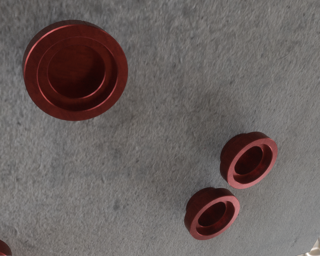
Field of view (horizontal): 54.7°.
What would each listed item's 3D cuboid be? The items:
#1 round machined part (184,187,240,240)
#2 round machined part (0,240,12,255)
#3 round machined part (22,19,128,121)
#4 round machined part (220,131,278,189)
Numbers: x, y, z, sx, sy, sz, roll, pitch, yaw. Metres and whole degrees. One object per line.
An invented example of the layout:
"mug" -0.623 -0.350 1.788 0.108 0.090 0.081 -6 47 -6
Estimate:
"round machined part" 0.084 0.141 0.532 0.099 0.042 0.097 -14 125 -21
"round machined part" -0.232 0.164 0.371 0.099 0.042 0.097 -14 125 -21
"round machined part" -0.086 -0.060 0.313 0.099 0.042 0.097 -14 125 -21
"round machined part" 0.138 0.048 0.503 0.099 0.042 0.097 -14 125 -21
